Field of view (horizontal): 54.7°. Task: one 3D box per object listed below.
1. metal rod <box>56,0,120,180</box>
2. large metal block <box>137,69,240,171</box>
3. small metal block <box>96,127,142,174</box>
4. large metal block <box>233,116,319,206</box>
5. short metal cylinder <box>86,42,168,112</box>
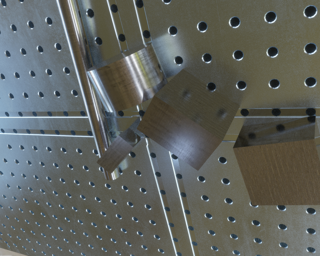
[{"bbox_3d":[-0.096,-0.054,0.426,0.025,0.025,0.298,5,121,25],"label":"metal rod"},{"bbox_3d":[0.034,-0.012,0.349,0.080,0.080,0.050,34,129,5],"label":"large metal block"},{"bbox_3d":[-0.055,0.031,0.431,0.025,0.050,0.050,40,105,0],"label":"small metal block"},{"bbox_3d":[0.137,0.039,0.346,0.080,0.050,0.080,-10,114,32],"label":"large metal block"},{"bbox_3d":[-0.036,-0.059,0.357,0.080,0.080,0.050,-11,113,32],"label":"short metal cylinder"}]
